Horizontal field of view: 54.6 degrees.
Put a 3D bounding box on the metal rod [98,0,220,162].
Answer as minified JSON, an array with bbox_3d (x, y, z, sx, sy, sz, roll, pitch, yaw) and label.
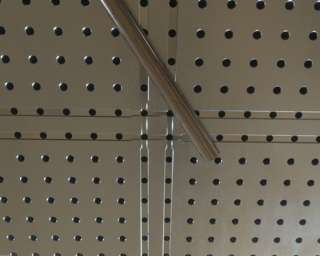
[{"bbox_3d":[-0.010,-0.080,0.383,0.025,0.025,0.300,-31,107,11],"label":"metal rod"}]
